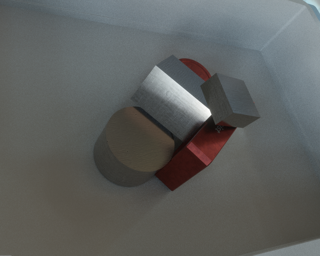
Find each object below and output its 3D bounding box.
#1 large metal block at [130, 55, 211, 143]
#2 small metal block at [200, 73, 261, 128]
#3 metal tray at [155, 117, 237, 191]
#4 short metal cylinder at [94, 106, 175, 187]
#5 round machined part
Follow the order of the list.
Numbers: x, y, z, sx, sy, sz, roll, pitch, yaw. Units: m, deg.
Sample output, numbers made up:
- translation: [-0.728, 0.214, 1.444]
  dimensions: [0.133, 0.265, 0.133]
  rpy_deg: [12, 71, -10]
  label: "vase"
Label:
- translation: [0.022, -0.039, 0.379]
  dimensions: [0.080, 0.050, 0.080]
  rpy_deg: [39, 26, -2]
  label: "large metal block"
- translation: [0.078, -0.029, 0.343]
  dimensions: [0.050, 0.025, 0.050]
  rpy_deg: [5, 58, -41]
  label: "small metal block"
- translation: [0.057, 0.013, 0.386]
  dimensions: [0.030, 0.090, 0.131]
  rpy_deg: [44, 50, 2]
  label: "metal tray"
- translation: [-0.031, 0.022, 0.358]
  dimensions: [0.081, 0.050, 0.080]
  rpy_deg: [14, 56, -21]
  label: "short metal cylinder"
- translation: [0.039, -0.063, 0.453]
  dimensions: [0.099, 0.042, 0.098]
  rpy_deg: [14, 56, -21]
  label: "round machined part"
